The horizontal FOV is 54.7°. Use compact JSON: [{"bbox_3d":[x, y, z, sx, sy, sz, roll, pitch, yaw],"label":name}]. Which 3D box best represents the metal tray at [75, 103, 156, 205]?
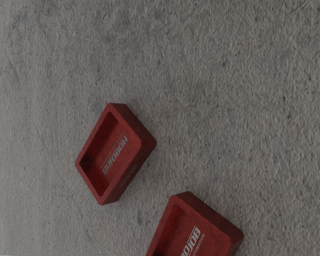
[{"bbox_3d":[-0.071,0.039,0.459,0.090,0.030,0.129,49,119,29],"label":"metal tray"}]

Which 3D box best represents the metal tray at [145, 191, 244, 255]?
[{"bbox_3d":[0.033,0.155,0.374,0.090,0.030,0.129,33,110,35],"label":"metal tray"}]
